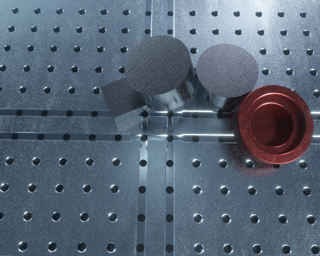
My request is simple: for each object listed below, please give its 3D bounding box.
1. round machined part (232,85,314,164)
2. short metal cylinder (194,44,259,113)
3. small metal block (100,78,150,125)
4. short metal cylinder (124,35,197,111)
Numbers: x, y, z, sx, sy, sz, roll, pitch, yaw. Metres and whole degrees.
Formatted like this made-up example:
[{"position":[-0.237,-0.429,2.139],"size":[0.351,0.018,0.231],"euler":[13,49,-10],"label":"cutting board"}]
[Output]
[{"position":[0.139,-0.003,0.397],"size":[0.099,0.042,0.097],"euler":[1,82,-8],"label":"round machined part"},{"position":[0.087,-0.067,0.423],"size":[0.081,0.050,0.080],"euler":[0,70,0],"label":"short metal cylinder"},{"position":[-0.048,-0.039,0.426],"size":[0.050,0.025,0.050],"euler":[-23,72,-8],"label":"small metal block"},{"position":[0.002,-0.067,0.387],"size":[0.080,0.050,0.080],"euler":[-5,71,13],"label":"short metal cylinder"}]
